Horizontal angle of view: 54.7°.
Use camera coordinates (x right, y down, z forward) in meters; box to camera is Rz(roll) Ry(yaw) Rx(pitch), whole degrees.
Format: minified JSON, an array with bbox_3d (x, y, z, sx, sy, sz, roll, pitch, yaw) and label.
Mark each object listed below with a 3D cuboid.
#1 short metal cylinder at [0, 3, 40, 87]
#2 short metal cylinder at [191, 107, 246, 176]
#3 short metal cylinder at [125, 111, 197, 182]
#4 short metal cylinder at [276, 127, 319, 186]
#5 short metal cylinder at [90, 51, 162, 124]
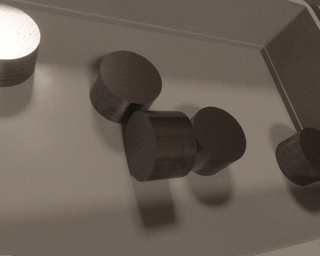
[{"bbox_3d":[-0.181,-0.093,0.349,0.081,0.050,0.080,14,56,-21],"label":"short metal cylinder"},{"bbox_3d":[0.067,0.018,0.417,0.081,0.050,0.080,14,56,-21],"label":"short metal cylinder"},{"bbox_3d":[-0.002,0.020,0.359,0.050,0.080,0.080,-1,62,-29],"label":"short metal cylinder"},{"bbox_3d":[0.233,0.046,0.490,0.081,0.050,0.080,14,56,-21],"label":"short metal cylinder"},{"bbox_3d":[-0.044,-0.052,0.399,0.081,0.050,0.080,14,56,-21],"label":"short metal cylinder"}]
